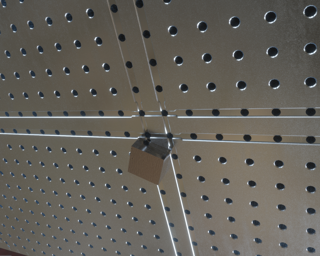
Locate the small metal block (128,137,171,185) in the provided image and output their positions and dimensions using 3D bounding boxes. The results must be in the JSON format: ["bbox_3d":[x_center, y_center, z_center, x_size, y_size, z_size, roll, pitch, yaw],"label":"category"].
[{"bbox_3d":[-0.016,0.048,0.448,0.050,0.025,0.050,22,127,14],"label":"small metal block"}]
